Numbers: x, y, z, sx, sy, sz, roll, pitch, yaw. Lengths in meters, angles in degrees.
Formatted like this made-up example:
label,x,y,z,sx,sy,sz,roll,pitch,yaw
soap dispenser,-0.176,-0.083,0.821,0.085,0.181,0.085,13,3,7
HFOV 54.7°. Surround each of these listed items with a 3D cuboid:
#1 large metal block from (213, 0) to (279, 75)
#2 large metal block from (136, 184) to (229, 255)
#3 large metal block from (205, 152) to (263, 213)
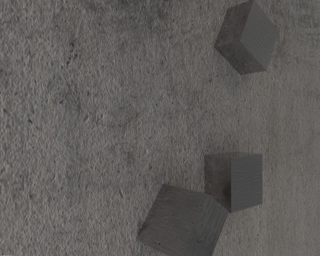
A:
label,x,y,z,sx,sy,sz,roll,pitch,yaw
large metal block,0.143,-0.146,0.507,0.080,0.050,0.080,34,69,-35
large metal block,0.028,0.124,0.392,0.050,0.080,0.080,42,65,-32
large metal block,0.116,0.081,0.485,0.081,0.050,0.079,-1,91,-40
